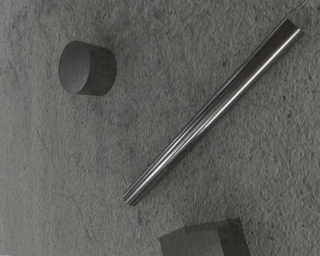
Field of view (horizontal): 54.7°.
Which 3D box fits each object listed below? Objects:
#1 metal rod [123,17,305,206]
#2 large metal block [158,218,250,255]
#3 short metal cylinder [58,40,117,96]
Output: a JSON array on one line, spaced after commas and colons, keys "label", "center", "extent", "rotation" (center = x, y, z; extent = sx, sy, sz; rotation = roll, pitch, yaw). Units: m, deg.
[{"label": "metal rod", "center": [0.044, 0.001, 0.368], "extent": [0.299, 0.025, 0.025], "rotation": [-49, 61, 28]}, {"label": "large metal block", "center": [0.054, 0.151, 0.345], "extent": [0.080, 0.050, 0.080], "rotation": [-24, 75, 37]}, {"label": "short metal cylinder", "center": [-0.114, -0.091, 0.483], "extent": [0.080, 0.050, 0.079], "rotation": [0, 90, 40]}]
